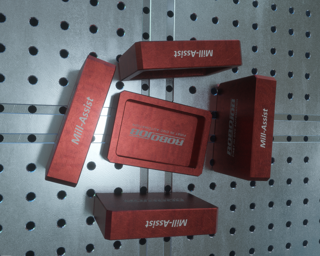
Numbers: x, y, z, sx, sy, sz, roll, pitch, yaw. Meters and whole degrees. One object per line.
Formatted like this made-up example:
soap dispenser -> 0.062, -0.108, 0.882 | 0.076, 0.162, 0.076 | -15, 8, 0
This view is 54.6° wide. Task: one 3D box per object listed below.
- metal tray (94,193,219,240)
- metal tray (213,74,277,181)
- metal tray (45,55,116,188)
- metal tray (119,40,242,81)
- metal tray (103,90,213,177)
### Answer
metal tray -> -0.008, 0.102, 0.375 | 0.131, 0.090, 0.030 | 4, 89, -20
metal tray -> 0.111, 0.000, 0.418 | 0.030, 0.090, 0.129 | 5, 88, -20
metal tray -> -0.091, -0.007, 0.344 | 0.030, 0.090, 0.130 | 19, 83, -19
metal tray -> 0.023, -0.083, 0.385 | 0.131, 0.090, 0.030 | -7, 93, -20
metal tray -> -0.001, 0.009, 0.408 | 0.131, 0.030, 0.090 | 12, 86, -20
